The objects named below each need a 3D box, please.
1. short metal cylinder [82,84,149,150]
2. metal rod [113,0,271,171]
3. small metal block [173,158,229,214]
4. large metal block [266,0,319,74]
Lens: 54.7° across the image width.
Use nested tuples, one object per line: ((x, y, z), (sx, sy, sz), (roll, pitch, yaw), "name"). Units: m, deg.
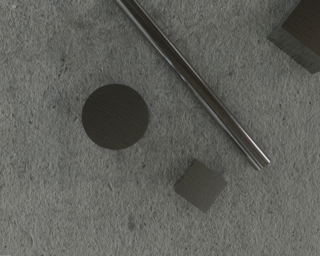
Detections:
((-0.054, -0.014, 0.397), (0.081, 0.050, 0.079), (0, 90, -1), "short metal cylinder")
((0.040, -0.066, 0.410), (0.025, 0.025, 0.300), (-40, 91, 0), "metal rod")
((0.053, 0.076, 0.411), (0.050, 0.025, 0.050), (36, 90, -1), "small metal block")
((0.203, -0.130, 0.400), (0.080, 0.050, 0.080), (38, 90, -1), "large metal block")
